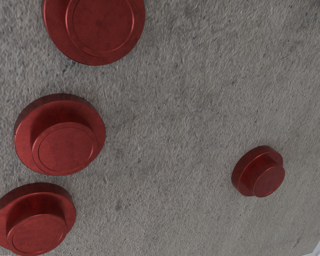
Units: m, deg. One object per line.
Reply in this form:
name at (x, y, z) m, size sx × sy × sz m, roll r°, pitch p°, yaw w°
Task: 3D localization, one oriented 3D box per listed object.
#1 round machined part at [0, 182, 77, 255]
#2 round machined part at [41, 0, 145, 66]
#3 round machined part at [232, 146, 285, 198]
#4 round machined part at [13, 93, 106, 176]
round machined part at (-0.154, 0.119, 0.386) m, size 0.099 × 0.042 × 0.097 m, roll -14°, pitch 124°, yaw -21°
round machined part at (-0.059, -0.106, 0.297) m, size 0.099 × 0.042 × 0.097 m, roll -14°, pitch 124°, yaw -21°
round machined part at (0.179, 0.083, 0.545) m, size 0.099 × 0.042 × 0.097 m, roll -14°, pitch 124°, yaw -21°
round machined part at (-0.108, 0.014, 0.345) m, size 0.099 × 0.042 × 0.097 m, roll -14°, pitch 124°, yaw -21°
